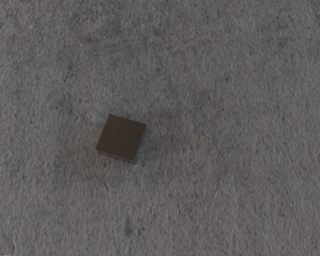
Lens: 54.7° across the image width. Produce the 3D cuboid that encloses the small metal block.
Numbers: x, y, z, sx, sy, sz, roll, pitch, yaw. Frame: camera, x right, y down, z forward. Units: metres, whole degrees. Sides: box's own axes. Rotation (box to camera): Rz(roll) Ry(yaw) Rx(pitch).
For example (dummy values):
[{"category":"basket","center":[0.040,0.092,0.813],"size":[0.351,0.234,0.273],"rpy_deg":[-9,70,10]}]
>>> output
[{"category":"small metal block","center":[-0.049,0.015,0.402],"size":[0.050,0.025,0.050],"rpy_deg":[16,71,5]}]
